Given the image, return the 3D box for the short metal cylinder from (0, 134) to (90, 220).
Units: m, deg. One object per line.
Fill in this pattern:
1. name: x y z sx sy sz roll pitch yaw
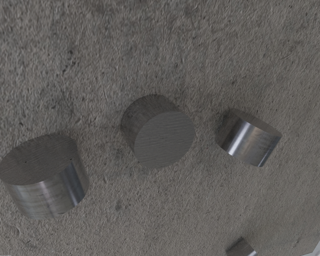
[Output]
1. short metal cylinder: -0.123 0.051 0.335 0.081 0.080 0.050 -20 126 -17

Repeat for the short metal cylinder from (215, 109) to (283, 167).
1. short metal cylinder: 0.127 0.013 0.448 0.081 0.080 0.050 14 111 -34

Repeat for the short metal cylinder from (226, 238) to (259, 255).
1. short metal cylinder: 0.183 0.277 0.642 0.050 0.080 0.080 -39 129 -2

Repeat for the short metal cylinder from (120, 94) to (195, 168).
1. short metal cylinder: -0.004 0.004 0.391 0.081 0.050 0.079 -14 124 -21
